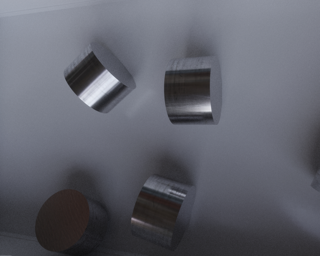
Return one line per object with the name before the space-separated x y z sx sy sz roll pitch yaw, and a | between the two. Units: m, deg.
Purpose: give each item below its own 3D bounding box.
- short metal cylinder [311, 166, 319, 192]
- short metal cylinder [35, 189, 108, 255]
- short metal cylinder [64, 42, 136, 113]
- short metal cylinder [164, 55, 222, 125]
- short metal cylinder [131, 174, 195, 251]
short metal cylinder | 0.202 0.053 0.310 0.080 0.080 0.050 24 98 18
short metal cylinder | -0.119 0.130 0.422 0.080 0.050 0.080 -9 59 16
short metal cylinder | -0.078 -0.066 0.409 0.050 0.080 0.080 -40 77 16
short metal cylinder | 0.042 -0.043 0.366 0.050 0.080 0.080 0 90 20
short metal cylinder | 0.006 0.102 0.379 0.050 0.080 0.080 15 95 19
